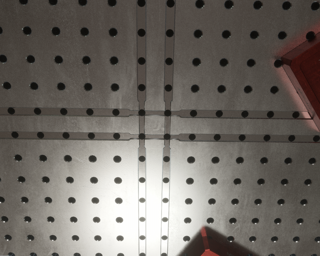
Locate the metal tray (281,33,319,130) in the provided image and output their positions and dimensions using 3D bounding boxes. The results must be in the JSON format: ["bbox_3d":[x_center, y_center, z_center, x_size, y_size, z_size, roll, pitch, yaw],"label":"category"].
[{"bbox_3d":[0.226,-0.058,0.392,0.090,0.030,0.130,-34,107,11],"label":"metal tray"}]

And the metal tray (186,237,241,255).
[{"bbox_3d":[0.099,0.243,0.502,0.130,0.030,0.090,32,107,-12],"label":"metal tray"}]
